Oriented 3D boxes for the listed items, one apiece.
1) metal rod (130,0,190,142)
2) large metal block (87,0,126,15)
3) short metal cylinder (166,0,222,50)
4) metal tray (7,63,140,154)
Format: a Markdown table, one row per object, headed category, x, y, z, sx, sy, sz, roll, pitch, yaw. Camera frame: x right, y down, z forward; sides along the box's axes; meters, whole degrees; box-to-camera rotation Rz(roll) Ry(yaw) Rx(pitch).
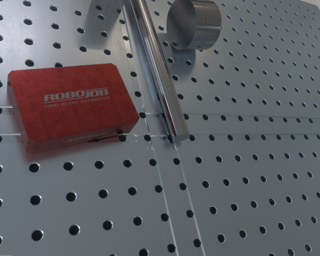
| category | x | y | z | sx | sy | sz | roll | pitch | yaw |
| --- | --- | --- | --- | --- | --- | --- | --- | --- | --- |
| metal rod | -0.010 | -0.119 | 0.475 | 0.025 | 0.025 | 0.299 | -2 | 63 | -29 |
| large metal block | -0.081 | -0.235 | 0.473 | 0.050 | 0.080 | 0.080 | -1 | 63 | -29 |
| short metal cylinder | 0.054 | -0.169 | 0.505 | 0.050 | 0.080 | 0.080 | -9 | 66 | -32 |
| metal tray | -0.100 | -0.029 | 0.368 | 0.131 | 0.030 | 0.090 | -13 | 68 | -33 |
